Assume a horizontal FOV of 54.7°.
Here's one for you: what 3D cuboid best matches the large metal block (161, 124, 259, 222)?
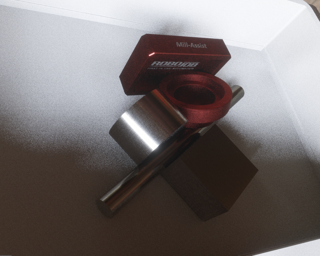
[{"bbox_3d":[0.062,0.055,0.388,0.080,0.050,0.080,48,51,5],"label":"large metal block"}]

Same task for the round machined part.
[{"bbox_3d":[0.046,-0.036,0.424,0.099,0.042,0.098,3,39,-2],"label":"round machined part"}]

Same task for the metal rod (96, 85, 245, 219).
[{"bbox_3d":[0.035,0.012,0.417,0.025,0.025,0.302,48,51,5],"label":"metal rod"}]

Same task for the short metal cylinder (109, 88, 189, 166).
[{"bbox_3d":[-0.012,-0.001,0.364,0.050,0.080,0.080,48,51,4],"label":"short metal cylinder"}]

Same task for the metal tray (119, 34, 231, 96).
[{"bbox_3d":[0.021,-0.083,0.424,0.131,0.090,0.030,-7,65,-32],"label":"metal tray"}]
